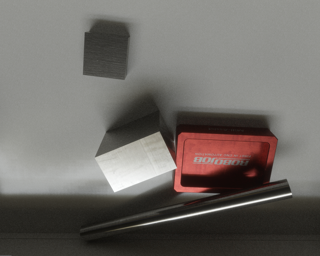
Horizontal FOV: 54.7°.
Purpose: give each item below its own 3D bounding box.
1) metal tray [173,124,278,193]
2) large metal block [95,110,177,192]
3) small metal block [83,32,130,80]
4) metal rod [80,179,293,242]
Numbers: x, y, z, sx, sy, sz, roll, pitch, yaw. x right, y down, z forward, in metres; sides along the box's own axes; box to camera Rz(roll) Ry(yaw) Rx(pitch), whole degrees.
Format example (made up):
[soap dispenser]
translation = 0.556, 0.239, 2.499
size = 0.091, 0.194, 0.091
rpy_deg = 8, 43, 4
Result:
[metal tray]
translation = 0.085, 0.044, 0.426
size = 0.131, 0.030, 0.089
rpy_deg = 3, 110, -2
[large metal block]
translation = -0.027, 0.026, 0.391
size = 0.080, 0.080, 0.050
rpy_deg = -22, 109, 7
[small metal block]
translation = -0.065, -0.089, 0.378
size = 0.050, 0.025, 0.050
rpy_deg = 7, 110, -3
[metal rod]
translation = 0.026, 0.118, 0.433
size = 0.301, 0.025, 0.025
rpy_deg = -16, 110, 14
